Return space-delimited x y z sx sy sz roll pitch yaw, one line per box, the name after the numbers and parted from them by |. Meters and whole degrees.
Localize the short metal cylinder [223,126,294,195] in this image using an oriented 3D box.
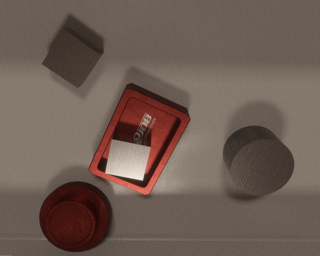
0.130 0.043 0.416 0.081 0.050 0.079 0 110 -1 | short metal cylinder

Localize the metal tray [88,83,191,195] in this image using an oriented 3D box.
-0.028 0.017 0.414 0.090 0.030 0.129 24 108 -9 | metal tray

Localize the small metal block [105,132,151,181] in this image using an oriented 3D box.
-0.042 0.037 0.411 0.050 0.025 0.050 12 110 -5 | small metal block

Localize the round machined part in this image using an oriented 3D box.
-0.121 0.128 0.435 0.099 0.042 0.097 0 95 -1 | round machined part

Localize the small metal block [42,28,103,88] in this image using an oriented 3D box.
-0.106 -0.085 0.378 0.050 0.025 0.050 35 106 -12 | small metal block
